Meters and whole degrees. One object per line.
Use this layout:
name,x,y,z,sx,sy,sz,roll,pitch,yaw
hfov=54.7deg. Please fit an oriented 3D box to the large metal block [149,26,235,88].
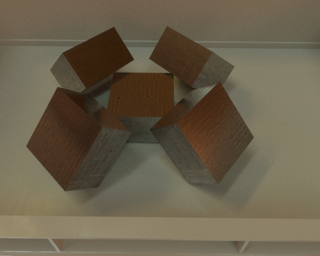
large metal block,0.046,-0.092,0.438,0.080,0.050,0.080,39,17,28

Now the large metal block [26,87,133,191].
large metal block,-0.092,0.012,0.349,0.080,0.050,0.080,39,104,27

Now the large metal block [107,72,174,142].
large metal block,-0.023,-0.028,0.409,0.080,0.050,0.080,1,50,0

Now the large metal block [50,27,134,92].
large metal block,-0.096,-0.087,0.429,0.080,0.080,0.050,-38,103,-28

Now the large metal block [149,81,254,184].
large metal block,0.049,0.006,0.353,0.080,0.050,0.080,-44,108,-31
